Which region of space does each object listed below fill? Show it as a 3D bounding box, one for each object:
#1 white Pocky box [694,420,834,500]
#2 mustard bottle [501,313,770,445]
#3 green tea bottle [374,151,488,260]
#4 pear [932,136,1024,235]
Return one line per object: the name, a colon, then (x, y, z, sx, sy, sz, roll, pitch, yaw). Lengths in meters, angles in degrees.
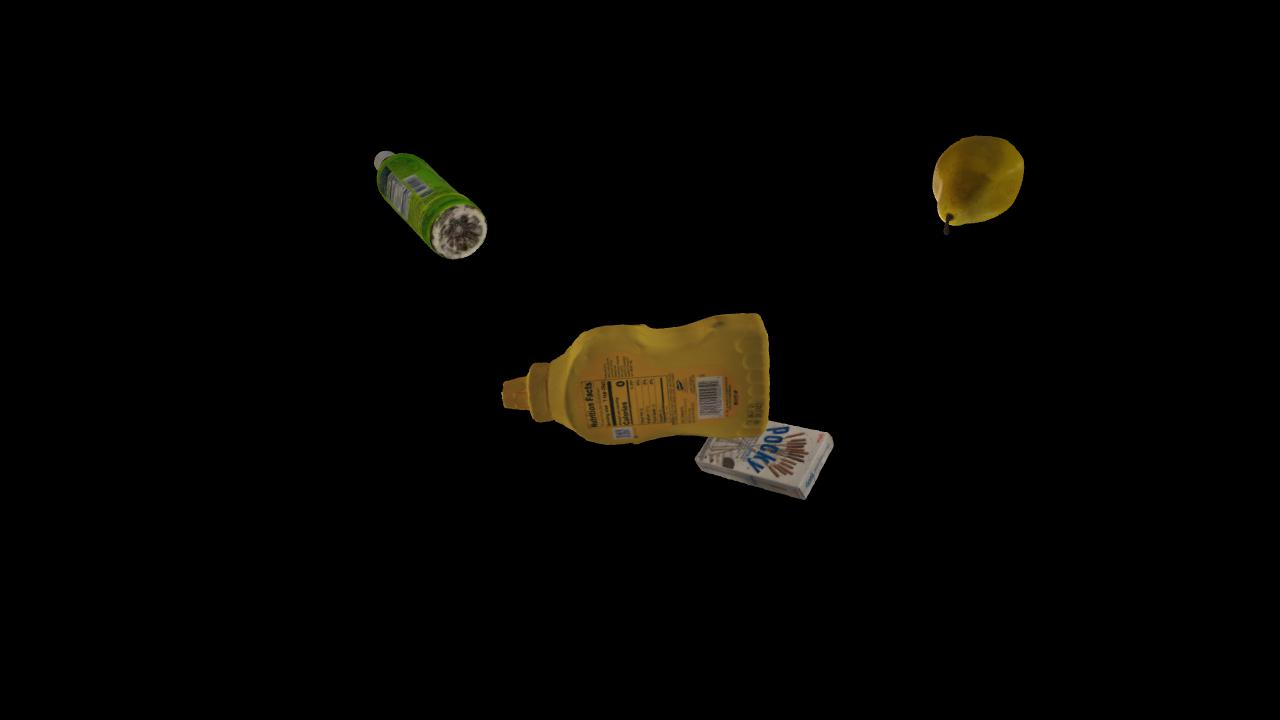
white Pocky box: (0.148, 0.113, 0.752, 0.154, 0.084, 0.028, 8, -38, 45)
mustard bottle: (-0.005, 0.018, 0.428, 0.184, 0.092, 0.054, -5, 35, 2)
green tea bottle: (-0.258, -0.195, 0.722, 0.073, 0.073, 0.212, 0, 35, -49)
pear: (0.294, -0.154, 0.556, 0.111, 0.080, 0.080, -36, 20, -31)
